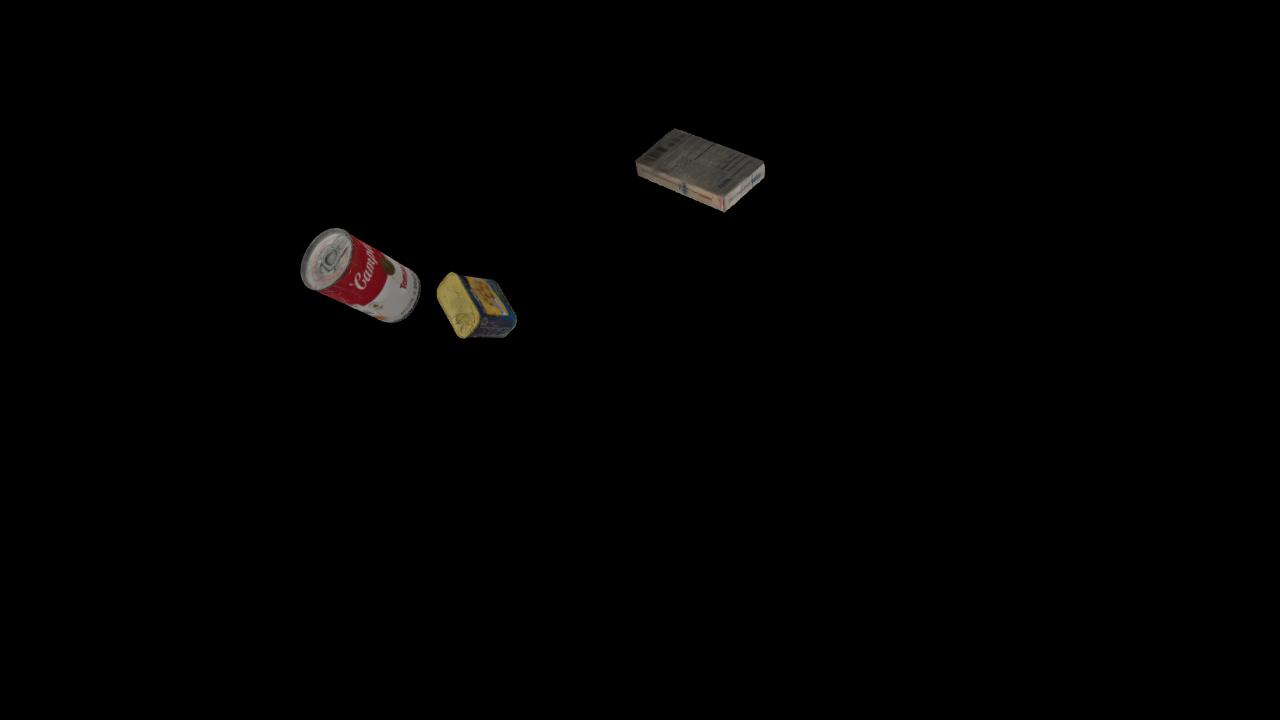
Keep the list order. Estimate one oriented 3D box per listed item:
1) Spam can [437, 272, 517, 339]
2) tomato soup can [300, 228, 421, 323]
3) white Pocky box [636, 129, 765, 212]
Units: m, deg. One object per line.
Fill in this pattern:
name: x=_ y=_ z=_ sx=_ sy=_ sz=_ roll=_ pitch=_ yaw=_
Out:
Spam can: x=-0.251 y=-0.082 z=0.952 sx=0.058 sy=0.101 sz=0.085 roll=-42 pitch=-20 yaw=26
tomato soup can: x=-0.290 y=-0.085 z=0.648 sx=0.068 sy=0.068 sz=0.101 roll=0 pitch=-17 yaw=23
white Pocky box: x=0.076 y=-0.249 z=0.798 sx=0.154 sy=0.084 sz=0.028 roll=33 pitch=-23 yaw=32
